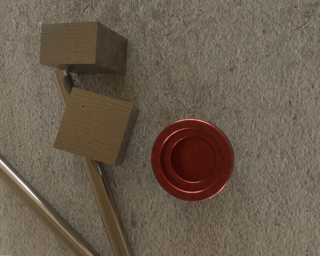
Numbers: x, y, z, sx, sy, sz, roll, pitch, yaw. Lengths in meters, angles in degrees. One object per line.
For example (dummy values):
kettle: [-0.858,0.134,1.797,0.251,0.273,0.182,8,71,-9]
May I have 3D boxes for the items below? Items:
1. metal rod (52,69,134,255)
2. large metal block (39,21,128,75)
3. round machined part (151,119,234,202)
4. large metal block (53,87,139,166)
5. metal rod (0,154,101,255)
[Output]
metal rod: [-0.094,0.055,0.440,0.025,0.025,0.299,-23,83,18]
large metal block: [-0.099,-0.103,0.413,0.080,0.080,0.050,4,92,19]
round machined part: [0.043,0.038,0.384,0.098,0.042,0.097,0,90,19]
large metal block: [-0.081,0.000,0.407,0.080,0.050,0.080,16,85,5]
metal rod: [-0.167,0.132,0.466,0.300,0.025,0.025,39,102,15]
